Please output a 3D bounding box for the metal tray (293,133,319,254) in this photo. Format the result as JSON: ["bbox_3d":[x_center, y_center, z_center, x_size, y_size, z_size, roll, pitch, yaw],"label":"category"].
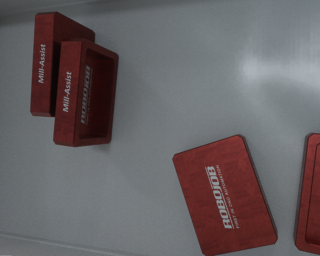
[{"bbox_3d":[0.201,0.074,0.336,0.090,0.030,0.129,7,92,19],"label":"metal tray"}]

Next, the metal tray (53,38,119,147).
[{"bbox_3d":[-0.094,-0.043,0.409,0.030,0.090,0.129,6,92,20],"label":"metal tray"}]

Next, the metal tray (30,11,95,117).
[{"bbox_3d":[-0.129,-0.079,0.421,0.030,0.090,0.129,4,91,20],"label":"metal tray"}]

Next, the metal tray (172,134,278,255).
[{"bbox_3d":[0.078,0.081,0.380,0.090,0.030,0.129,-20,84,18],"label":"metal tray"}]
